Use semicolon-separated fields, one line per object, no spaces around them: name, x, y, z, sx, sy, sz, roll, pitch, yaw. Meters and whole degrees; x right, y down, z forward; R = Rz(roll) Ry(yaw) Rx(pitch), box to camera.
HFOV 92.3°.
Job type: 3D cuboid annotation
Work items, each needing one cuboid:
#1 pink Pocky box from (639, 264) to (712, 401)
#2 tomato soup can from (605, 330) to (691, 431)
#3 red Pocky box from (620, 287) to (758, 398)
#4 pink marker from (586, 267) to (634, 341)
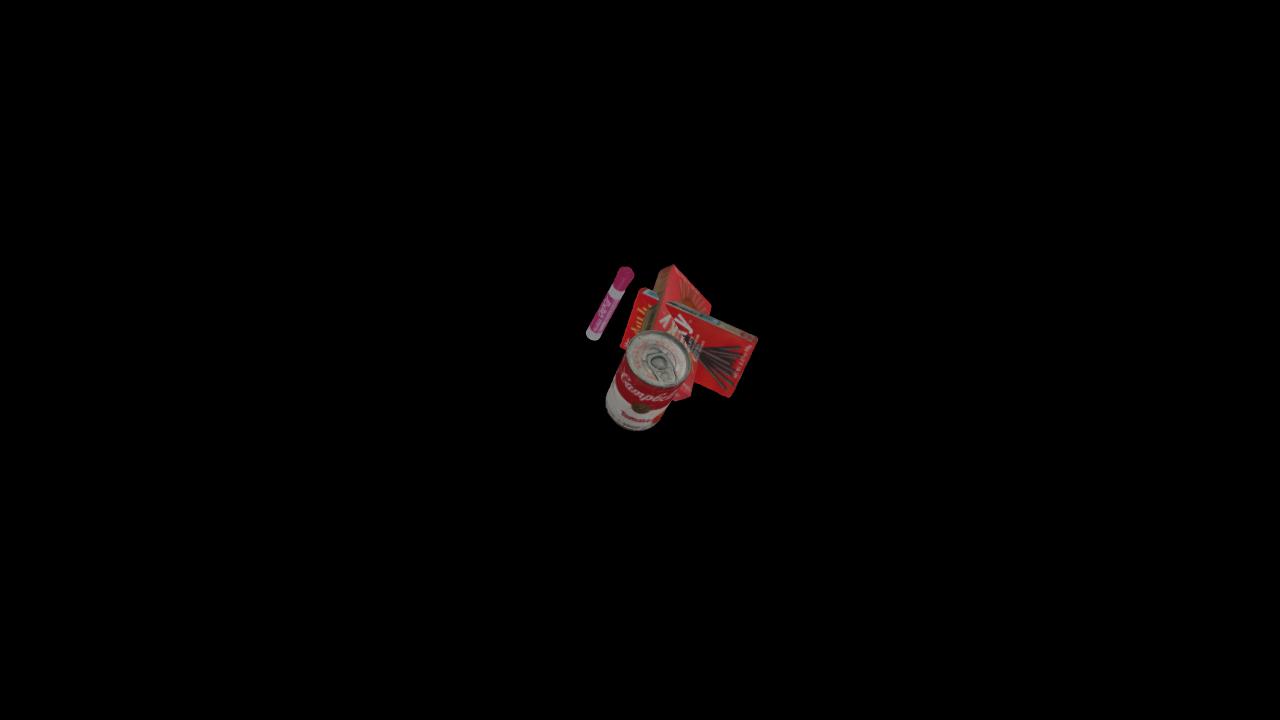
pink Pocky box;0.041;-0.035;0.747;0.029;0.155;0.084;-21;-52;39
tomato soup can;0.005;0.024;0.645;0.068;0.068;0.101;0;-32;-19
red Pocky box;0.057;-0.021;0.749;0.155;0.083;0.028;25;30;10
pink marker;-0.035;-0.065;0.715;0.020;0.020;0.121;0;-34;-27
